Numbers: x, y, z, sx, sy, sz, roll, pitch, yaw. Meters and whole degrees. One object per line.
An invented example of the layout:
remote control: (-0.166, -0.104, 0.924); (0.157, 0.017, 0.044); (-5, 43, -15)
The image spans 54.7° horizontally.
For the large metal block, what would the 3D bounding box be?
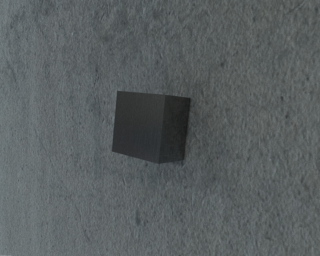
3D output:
large metal block: (-0.012, -0.004, 0.397); (0.080, 0.050, 0.079); (10, 96, 39)
